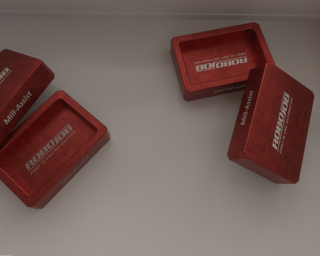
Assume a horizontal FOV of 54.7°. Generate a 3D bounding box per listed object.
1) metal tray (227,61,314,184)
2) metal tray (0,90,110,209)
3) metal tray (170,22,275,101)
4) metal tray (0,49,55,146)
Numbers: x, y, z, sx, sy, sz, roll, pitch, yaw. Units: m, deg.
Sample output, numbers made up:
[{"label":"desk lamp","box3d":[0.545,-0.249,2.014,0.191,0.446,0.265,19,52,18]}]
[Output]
[{"label":"metal tray","box3d":[0.142,-0.006,0.388,0.090,0.030,0.130,27,70,-21]},{"label":"metal tray","box3d":[-0.141,0.025,0.396,0.090,0.030,0.130,39,74,13]},{"label":"metal tray","box3d":[0.088,-0.095,0.442,0.131,0.030,0.090,-12,70,-5]},{"label":"metal tray","box3d":[-0.210,-0.039,0.402,0.090,0.030,0.130,21,69,31]}]
